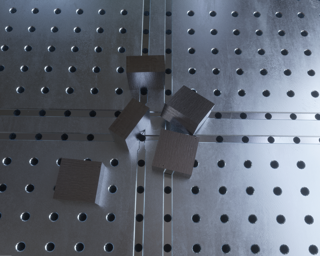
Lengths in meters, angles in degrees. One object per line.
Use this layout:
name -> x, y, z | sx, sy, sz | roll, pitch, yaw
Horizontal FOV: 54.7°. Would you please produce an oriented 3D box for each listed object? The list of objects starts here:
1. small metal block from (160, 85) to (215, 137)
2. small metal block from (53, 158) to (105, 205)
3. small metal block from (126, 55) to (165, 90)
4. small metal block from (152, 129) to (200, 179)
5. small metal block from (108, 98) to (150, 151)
small metal block -> 0.037, -0.024, 0.411 | 0.050, 0.025, 0.050 | 33, 48, 11
small metal block -> -0.099, 0.067, 0.386 | 0.050, 0.025, 0.050 | 6, 70, 1
small metal block -> -0.019, -0.075, 0.426 | 0.050, 0.050, 0.025 | -2, 70, -1
small metal block -> 0.020, 0.033, 0.400 | 0.050, 0.025, 0.050 | 13, 71, 4
small metal block -> -0.038, -0.004, 0.399 | 0.025, 0.050, 0.050 | 33, 73, 11
